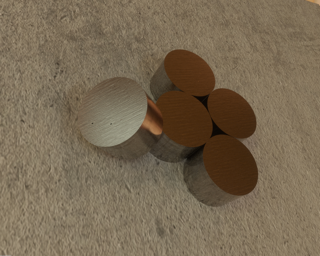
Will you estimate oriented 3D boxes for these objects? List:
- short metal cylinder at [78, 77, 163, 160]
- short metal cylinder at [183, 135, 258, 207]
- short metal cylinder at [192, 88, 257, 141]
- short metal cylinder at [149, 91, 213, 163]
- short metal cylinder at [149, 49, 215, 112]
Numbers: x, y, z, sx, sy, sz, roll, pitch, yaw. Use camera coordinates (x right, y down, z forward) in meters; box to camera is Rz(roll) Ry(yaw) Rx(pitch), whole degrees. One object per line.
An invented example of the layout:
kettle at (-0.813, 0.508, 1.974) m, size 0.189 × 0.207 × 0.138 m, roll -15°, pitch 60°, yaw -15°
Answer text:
short metal cylinder at (-0.043, -0.010, 0.346) m, size 0.080 × 0.050 × 0.080 m, roll -7°, pitch 67°, yaw 17°
short metal cylinder at (0.077, 0.055, 0.397) m, size 0.081 × 0.050 × 0.080 m, roll 14°, pitch 56°, yaw -21°
short metal cylinder at (0.089, -0.010, 0.443) m, size 0.081 × 0.050 × 0.080 m, roll 14°, pitch 56°, yaw -21°
short metal cylinder at (0.020, -0.001, 0.400) m, size 0.081 × 0.050 × 0.080 m, roll 14°, pitch 56°, yaw -21°
short metal cylinder at (0.032, -0.066, 0.446) m, size 0.081 × 0.050 × 0.080 m, roll 14°, pitch 56°, yaw -21°
